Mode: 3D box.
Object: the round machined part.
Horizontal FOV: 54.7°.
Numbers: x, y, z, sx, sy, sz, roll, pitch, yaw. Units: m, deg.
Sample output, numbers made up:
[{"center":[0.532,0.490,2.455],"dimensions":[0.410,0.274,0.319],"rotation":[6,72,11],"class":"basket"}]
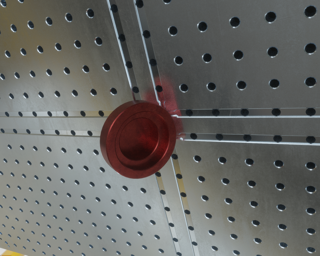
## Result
[{"center":[-0.031,0.012,0.398],"dimensions":[0.042,0.099,0.097],"rotation":[22,134,55],"class":"round machined part"}]
